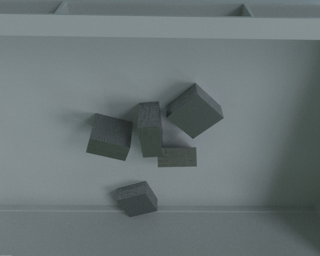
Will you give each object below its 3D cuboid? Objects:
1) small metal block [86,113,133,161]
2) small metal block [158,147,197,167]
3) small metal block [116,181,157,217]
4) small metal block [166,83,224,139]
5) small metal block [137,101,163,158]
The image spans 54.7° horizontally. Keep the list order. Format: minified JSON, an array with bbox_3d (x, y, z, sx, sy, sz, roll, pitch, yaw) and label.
[{"bbox_3d":[-0.064,0.011,0.401,0.050,0.050,0.025,14,129,-12],"label":"small metal block"},{"bbox_3d":[0.023,0.040,0.425,0.050,0.025,0.050,-1,174,1],"label":"small metal block"},{"bbox_3d":[-0.037,0.118,0.509,0.050,0.025,0.050,-16,129,13],"label":"small metal block"},{"bbox_3d":[0.043,-0.020,0.392,0.050,0.025,0.050,-37,121,27],"label":"small metal block"},{"bbox_3d":[-0.011,0.002,0.394,0.025,0.050,0.050,-4,130,4],"label":"small metal block"}]
